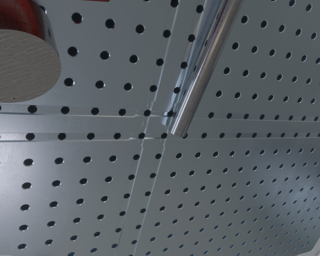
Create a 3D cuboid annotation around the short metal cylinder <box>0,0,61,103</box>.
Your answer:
[{"bbox_3d":[-0.130,-0.066,0.264,0.081,0.050,0.080,-17,149,-10],"label":"short metal cylinder"}]

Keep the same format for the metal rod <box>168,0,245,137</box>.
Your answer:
[{"bbox_3d":[0.075,-0.123,0.375,0.025,0.025,0.298,8,114,-32],"label":"metal rod"}]
